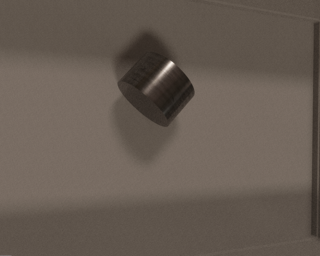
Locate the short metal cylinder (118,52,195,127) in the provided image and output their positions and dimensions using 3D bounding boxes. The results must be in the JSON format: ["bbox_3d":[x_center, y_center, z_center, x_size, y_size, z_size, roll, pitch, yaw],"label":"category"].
[{"bbox_3d":[-0.005,-0.046,0.380,0.080,0.080,0.050,44,76,-15],"label":"short metal cylinder"}]
